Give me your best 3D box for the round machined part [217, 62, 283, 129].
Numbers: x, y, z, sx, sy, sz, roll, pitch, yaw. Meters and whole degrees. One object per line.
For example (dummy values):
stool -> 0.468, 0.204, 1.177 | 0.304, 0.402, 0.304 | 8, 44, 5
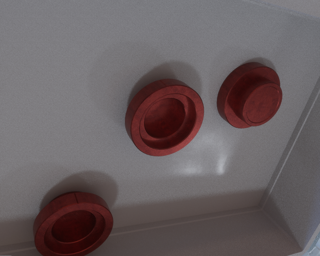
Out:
round machined part -> 0.135, -0.041, 0.446 | 0.099, 0.042, 0.097 | -14, 124, -21

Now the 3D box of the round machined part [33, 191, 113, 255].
round machined part -> -0.116, 0.123, 0.410 | 0.099, 0.042, 0.097 | -14, 124, -21

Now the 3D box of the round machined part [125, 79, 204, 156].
round machined part -> 0.002, -0.016, 0.389 | 0.099, 0.042, 0.097 | -14, 124, -21
